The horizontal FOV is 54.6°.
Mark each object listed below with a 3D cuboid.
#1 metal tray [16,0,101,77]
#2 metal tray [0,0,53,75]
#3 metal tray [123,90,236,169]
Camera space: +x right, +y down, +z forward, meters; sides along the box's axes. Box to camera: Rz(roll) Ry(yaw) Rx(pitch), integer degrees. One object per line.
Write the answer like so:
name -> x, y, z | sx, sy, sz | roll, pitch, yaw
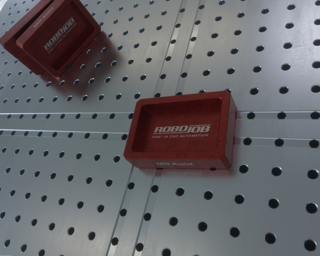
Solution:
metal tray -> -0.181, -0.169, 0.566 | 0.030, 0.090, 0.130 | 33, 80, 38
metal tray -> -0.222, -0.176, 0.592 | 0.130, 0.090, 0.030 | -45, 51, -3
metal tray -> 0.025, 0.003, 0.390 | 0.130, 0.030, 0.090 | -3, 60, 26
